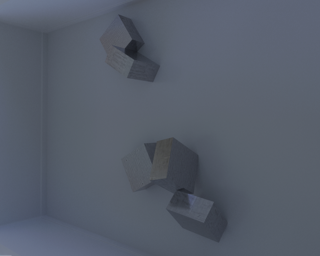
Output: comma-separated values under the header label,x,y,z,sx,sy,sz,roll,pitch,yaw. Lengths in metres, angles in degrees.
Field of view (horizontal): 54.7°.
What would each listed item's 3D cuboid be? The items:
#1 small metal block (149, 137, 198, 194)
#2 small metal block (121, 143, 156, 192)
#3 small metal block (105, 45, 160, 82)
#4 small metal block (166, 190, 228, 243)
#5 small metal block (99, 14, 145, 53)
label,x,y,z,sx,sy,sz,roll,pitch,yaw
small metal block,0.018,0.046,0.364,0.025,0.050,0.050,-16,51,39
small metal block,-0.021,0.054,0.424,0.050,0.025,0.050,-35,69,34
small metal block,-0.037,-0.087,0.421,0.050,0.050,0.025,38,114,33
small metal block,0.042,0.100,0.353,0.050,0.050,0.025,9,55,39
small metal block,-0.056,-0.127,0.454,0.050,0.025,0.050,-42,65,32
